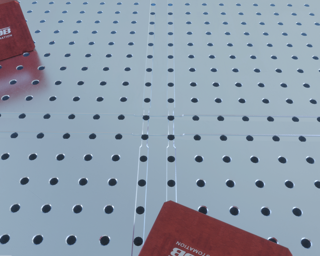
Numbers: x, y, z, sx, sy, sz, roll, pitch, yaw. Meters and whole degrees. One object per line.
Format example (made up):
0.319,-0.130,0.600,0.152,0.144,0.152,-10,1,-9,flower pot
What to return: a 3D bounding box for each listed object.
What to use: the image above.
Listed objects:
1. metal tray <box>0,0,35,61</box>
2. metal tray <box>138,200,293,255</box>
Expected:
-0.278,-0.148,0.488,0.131,0.090,0.030,-25,55,-20,metal tray
0.047,0.134,0.292,0.130,0.030,0.090,19,53,15,metal tray
